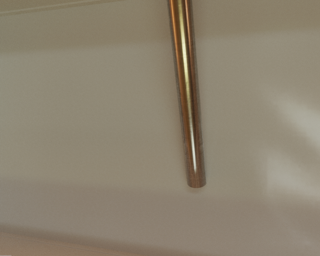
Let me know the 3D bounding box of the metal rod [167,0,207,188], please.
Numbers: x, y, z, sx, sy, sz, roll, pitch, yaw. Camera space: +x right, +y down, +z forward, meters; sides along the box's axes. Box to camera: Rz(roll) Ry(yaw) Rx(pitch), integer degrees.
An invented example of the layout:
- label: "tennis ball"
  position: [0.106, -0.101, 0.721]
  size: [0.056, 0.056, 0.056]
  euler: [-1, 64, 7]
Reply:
- label: "metal rod"
  position: [0.028, -0.065, 0.333]
  size: [0.025, 0.025, 0.298]
  euler: [1, 116, 20]
